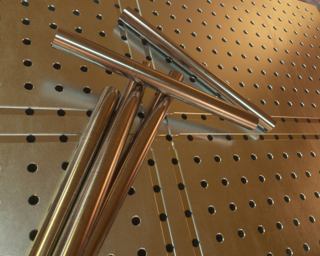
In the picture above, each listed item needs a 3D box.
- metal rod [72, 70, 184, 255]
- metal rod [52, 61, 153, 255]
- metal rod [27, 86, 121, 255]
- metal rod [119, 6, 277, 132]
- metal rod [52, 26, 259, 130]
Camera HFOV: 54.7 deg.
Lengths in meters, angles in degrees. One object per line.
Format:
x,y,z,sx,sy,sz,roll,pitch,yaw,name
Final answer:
-0.028,0.029,0.376,0.025,0.025,0.301,32,51,-8,metal rod
-0.054,0.021,0.352,0.025,0.025,0.300,27,48,-12,metal rod
-0.095,0.071,0.314,0.025,0.025,0.300,25,53,-13,metal rod
0.063,-0.092,0.500,0.301,0.025,0.025,37,51,-4,metal rod
0.010,-0.057,0.415,0.302,0.025,0.025,20,54,-22,metal rod
